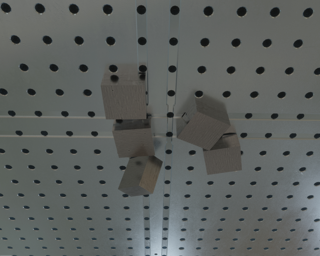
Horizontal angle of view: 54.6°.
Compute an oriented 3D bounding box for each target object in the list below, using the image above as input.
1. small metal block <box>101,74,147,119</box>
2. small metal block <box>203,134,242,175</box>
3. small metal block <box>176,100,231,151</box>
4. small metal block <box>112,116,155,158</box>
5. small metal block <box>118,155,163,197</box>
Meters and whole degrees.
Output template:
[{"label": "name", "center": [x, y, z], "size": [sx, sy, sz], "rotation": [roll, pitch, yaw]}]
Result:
[{"label": "small metal block", "center": [-0.042, -0.038, 0.379], "size": [0.050, 0.025, 0.050], "rotation": [-1, 130, 0]}, {"label": "small metal block", "center": [0.089, 0.038, 0.445], "size": [0.050, 0.025, 0.050], "rotation": [-9, 130, 7]}, {"label": "small metal block", "center": [0.056, -0.003, 0.409], "size": [0.050, 0.025, 0.050], "rotation": [22, 127, -17]}, {"label": "small metal block", "center": [-0.034, 0.013, 0.422], "size": [0.050, 0.025, 0.050], "rotation": [-4, 130, 3]}, {"label": "small metal block", "center": [-0.028, 0.068, 0.442], "size": [0.025, 0.050, 0.050], "rotation": [37, 144, -27]}]
